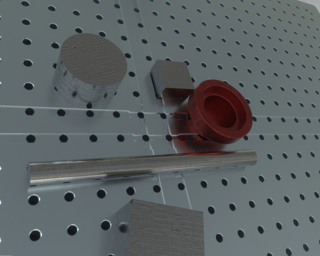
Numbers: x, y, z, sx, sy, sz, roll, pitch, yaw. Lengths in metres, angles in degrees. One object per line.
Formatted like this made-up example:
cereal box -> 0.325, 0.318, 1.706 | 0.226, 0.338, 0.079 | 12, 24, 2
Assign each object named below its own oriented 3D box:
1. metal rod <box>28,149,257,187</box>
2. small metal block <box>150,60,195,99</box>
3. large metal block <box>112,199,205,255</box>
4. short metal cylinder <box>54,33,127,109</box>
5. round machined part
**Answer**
metal rod -> 0.001, 0.045, 0.382 | 0.303, 0.025, 0.025 | -1, 62, -29
small metal block -> 0.019, -0.073, 0.464 | 0.050, 0.025, 0.050 | -1, 62, -29
large metal block -> -0.002, 0.125, 0.316 | 0.081, 0.050, 0.080 | 16, 55, -20
short metal cylinder -> -0.088, -0.071, 0.389 | 0.081, 0.050, 0.080 | 14, 56, -21
round machined part -> 0.084, -0.020, 0.456 | 0.099, 0.042, 0.098 | 14, 56, -21
